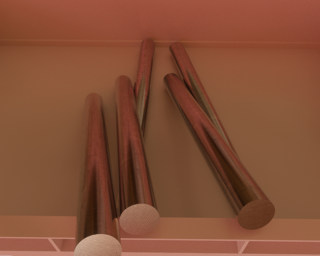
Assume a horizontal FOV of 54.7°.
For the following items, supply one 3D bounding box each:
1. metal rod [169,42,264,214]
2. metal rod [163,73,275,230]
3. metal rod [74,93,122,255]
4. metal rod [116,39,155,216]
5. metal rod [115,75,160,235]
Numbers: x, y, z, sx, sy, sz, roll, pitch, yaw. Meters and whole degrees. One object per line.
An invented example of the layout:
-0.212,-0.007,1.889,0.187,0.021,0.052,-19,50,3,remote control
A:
0.063,-0.022,0.423,0.025,0.025,0.300,-11,51,-9,metal rod
0.039,-0.007,0.333,0.025,0.025,0.300,-7,26,-6,metal rod
-0.063,0.014,0.302,0.025,0.025,0.300,-10,22,-9,metal rod
-0.028,-0.025,0.425,0.025,0.025,0.300,3,50,2,metal rod
-0.034,-0.005,0.329,0.025,0.025,0.300,-7,25,-6,metal rod
